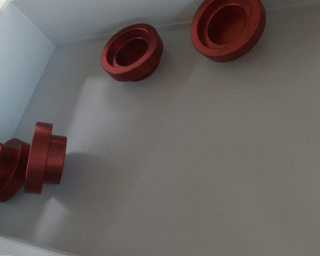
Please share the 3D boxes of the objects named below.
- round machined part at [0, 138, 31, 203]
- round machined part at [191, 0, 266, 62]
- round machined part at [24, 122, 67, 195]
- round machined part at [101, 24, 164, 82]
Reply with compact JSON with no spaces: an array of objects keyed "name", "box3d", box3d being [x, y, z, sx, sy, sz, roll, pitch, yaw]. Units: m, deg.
[{"name":"round machined part","box3d":[-0.241,0.059,0.468,0.098,0.042,0.098,-22,51,31]},{"name":"round machined part","box3d":[0.094,-0.134,0.415,0.098,0.042,0.098,-10,73,35]},{"name":"round machined part","box3d":[-0.155,0.042,0.426,0.098,0.042,0.097,-170,89,-71]},{"name":"round machined part","box3d":[-0.039,-0.111,0.482,0.098,0.042,0.098,-13,56,20]}]
